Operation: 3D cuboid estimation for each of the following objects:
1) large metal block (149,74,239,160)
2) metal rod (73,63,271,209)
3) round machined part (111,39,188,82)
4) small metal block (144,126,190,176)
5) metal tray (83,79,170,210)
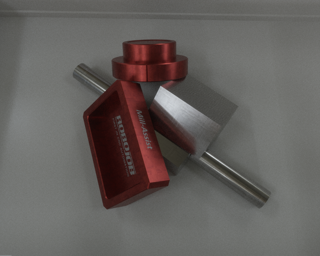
[{"bbox_3d":[0.040,-0.018,0.381,0.080,0.050,0.080,35,31,12],"label":"large metal block"},{"bbox_3d":[0.007,0.004,0.407,0.300,0.025,0.025,35,74,11],"label":"metal rod"},{"bbox_3d":[-0.013,-0.091,0.400,0.099,0.098,0.042,-2,111,-1],"label":"round machined part"},{"bbox_3d":[0.009,0.030,0.384,0.050,0.050,0.025,36,74,12],"label":"small metal block"},{"bbox_3d":[-0.045,0.020,0.367,0.030,0.090,0.130,2,63,-44],"label":"metal tray"}]
